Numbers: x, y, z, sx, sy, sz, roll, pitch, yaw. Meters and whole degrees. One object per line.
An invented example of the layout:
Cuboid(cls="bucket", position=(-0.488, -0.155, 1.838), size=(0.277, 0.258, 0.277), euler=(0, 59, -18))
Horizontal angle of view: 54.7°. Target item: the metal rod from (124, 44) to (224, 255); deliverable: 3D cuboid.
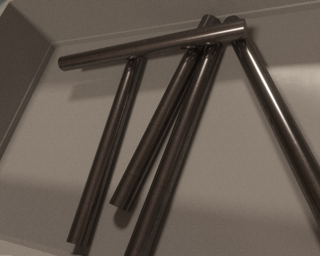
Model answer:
Cuboid(cls="metal rod", position=(0.024, 0.014, 0.383), size=(0.025, 0.025, 0.300), euler=(9, 66, 31))

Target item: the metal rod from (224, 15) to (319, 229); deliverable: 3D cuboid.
Cuboid(cls="metal rod", position=(0.128, -0.031, 0.357), size=(0.025, 0.025, 0.299), euler=(-23, 53, 14))

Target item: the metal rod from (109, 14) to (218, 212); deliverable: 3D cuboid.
Cuboid(cls="metal rod", position=(0.013, -0.033, 0.417), size=(0.025, 0.025, 0.300), euler=(14, 68, 33))

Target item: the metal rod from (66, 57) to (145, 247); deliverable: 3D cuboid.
Cuboid(cls="metal rod", position=(-0.067, 0.008, 0.434), size=(0.025, 0.025, 0.300), euler=(0, 61, 28))

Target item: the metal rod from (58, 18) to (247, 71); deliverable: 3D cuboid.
Cuboid(cls="metal rod", position=(-0.027, -0.117, 0.456), size=(0.301, 0.025, 0.025), euler=(-4, 60, 26))
